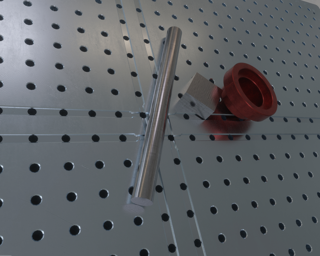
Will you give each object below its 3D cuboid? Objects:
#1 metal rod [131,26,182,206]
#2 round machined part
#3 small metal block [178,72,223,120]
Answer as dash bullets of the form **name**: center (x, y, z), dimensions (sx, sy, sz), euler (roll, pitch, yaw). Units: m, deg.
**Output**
- **metal rod**: center (0.002, -0.039, 0.432), dimensions (0.025, 0.025, 0.300), euler (22, 54, -16)
- **round machined part**: center (0.138, -0.053, 0.498), dimensions (0.099, 0.042, 0.098), euler (19, 53, -27)
- **small metal block**: center (0.063, -0.049, 0.471), dimensions (0.050, 0.025, 0.050), euler (34, 51, -6)
